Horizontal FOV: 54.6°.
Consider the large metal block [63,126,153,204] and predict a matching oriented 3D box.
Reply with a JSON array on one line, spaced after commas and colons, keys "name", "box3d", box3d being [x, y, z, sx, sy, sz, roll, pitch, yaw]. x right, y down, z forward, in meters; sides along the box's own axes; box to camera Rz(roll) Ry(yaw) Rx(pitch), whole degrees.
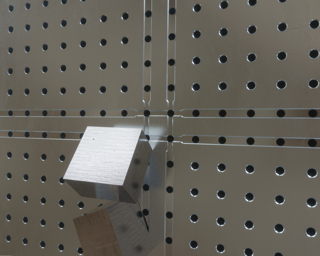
[{"name": "large metal block", "box3d": [-0.064, 0.046, 0.402, 0.080, 0.050, 0.080, 2, 54, 20]}]

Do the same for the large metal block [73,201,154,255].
[{"name": "large metal block", "box3d": [-0.057, 0.139, 0.404, 0.050, 0.080, 0.080, -22, 83, 19]}]
